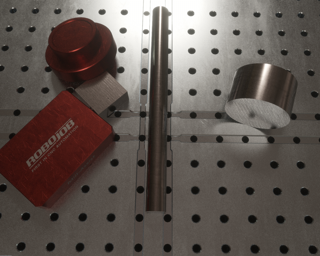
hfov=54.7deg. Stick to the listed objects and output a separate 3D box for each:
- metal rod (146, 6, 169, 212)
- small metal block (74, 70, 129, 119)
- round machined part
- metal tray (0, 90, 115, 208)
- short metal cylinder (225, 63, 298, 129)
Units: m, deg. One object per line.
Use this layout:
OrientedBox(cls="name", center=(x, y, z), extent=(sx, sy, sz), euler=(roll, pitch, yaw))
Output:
OrientedBox(cls="metal rod", center=(-0.002, -0.039, 0.425), extent=(0.025, 0.025, 0.299), euler=(1, 70, 0))
OrientedBox(cls="small metal block", center=(-0.079, -0.046, 0.428), extent=(0.050, 0.025, 0.050), euler=(-42, 76, -14))
OrientedBox(cls="round machined part", center=(-0.113, -0.115, 0.430), extent=(0.098, 0.042, 0.098), euler=(-5, 58, 9))
OrientedBox(cls="metal tray", center=(-0.134, 0.025, 0.398), extent=(0.090, 0.030, 0.130), euler=(38, 74, 12))
OrientedBox(cls="short metal cylinder", center=(0.130, -0.039, 0.398), extent=(0.080, 0.080, 0.050), euler=(18, 71, 6))
